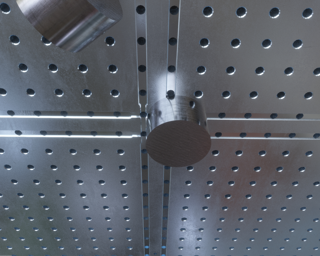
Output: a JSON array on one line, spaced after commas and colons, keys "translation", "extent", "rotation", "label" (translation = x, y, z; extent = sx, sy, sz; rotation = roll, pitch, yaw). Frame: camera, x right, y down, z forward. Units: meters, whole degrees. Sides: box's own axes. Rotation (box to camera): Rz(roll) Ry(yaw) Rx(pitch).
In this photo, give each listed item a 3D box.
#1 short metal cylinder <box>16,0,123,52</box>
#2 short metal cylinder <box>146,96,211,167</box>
[{"translation": [-0.079, -0.116, 0.276], "extent": [0.050, 0.080, 0.080], "rotation": [-30, 124, 23], "label": "short metal cylinder"}, {"translation": [0.023, 0.005, 0.400], "extent": [0.081, 0.050, 0.079], "rotation": [0, 130, 0], "label": "short metal cylinder"}]
